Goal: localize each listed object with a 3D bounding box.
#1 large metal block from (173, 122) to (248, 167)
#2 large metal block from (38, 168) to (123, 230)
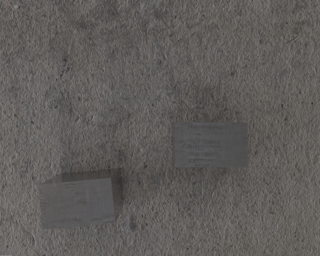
[{"bbox_3d":[0.057,0.018,0.383,0.081,0.080,0.050,0,90,0],"label":"large metal block"},{"bbox_3d":[-0.092,0.083,0.382,0.080,0.080,0.050,-5,90,0],"label":"large metal block"}]
